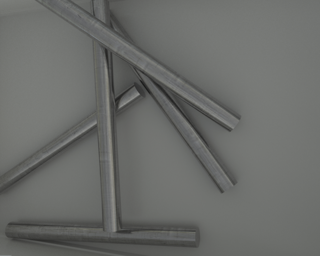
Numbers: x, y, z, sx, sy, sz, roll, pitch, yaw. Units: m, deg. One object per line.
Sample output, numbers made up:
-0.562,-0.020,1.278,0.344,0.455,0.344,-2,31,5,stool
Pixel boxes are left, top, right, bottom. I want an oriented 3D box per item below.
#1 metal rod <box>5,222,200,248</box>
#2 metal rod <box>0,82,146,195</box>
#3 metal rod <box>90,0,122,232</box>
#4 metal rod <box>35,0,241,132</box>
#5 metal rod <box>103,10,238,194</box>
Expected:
-0.094,0.150,0.442,0.301,0.025,0.025,-5,89,19,metal rod
-0.149,0.025,0.461,0.300,0.025,0.025,-32,80,16,metal rod
-0.071,-0.017,0.406,0.025,0.025,0.298,-4,89,19,metal rod
-0.032,-0.090,0.381,0.301,0.025,0.025,34,101,1,metal rod
0.000,-0.046,0.409,0.025,0.025,0.299,-39,78,16,metal rod
